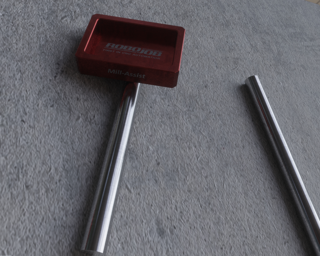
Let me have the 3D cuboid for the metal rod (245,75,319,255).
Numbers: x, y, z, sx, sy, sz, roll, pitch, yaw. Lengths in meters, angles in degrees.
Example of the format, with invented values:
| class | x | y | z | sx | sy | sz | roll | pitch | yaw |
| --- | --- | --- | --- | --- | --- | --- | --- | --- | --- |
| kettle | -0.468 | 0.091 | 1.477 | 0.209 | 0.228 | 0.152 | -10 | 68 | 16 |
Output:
| class | x | y | z | sx | sy | sz | roll | pitch | yaw |
| --- | --- | --- | --- | --- | --- | --- | --- | --- | --- |
| metal rod | 0.192 | 0.047 | 0.477 | 0.025 | 0.025 | 0.299 | 1 | 61 | -28 |

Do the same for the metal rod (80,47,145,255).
| class | x | y | z | sx | sy | sz | roll | pitch | yaw |
| --- | --- | --- | --- | --- | --- | --- | --- | --- | --- |
| metal rod | -0.046 | -0.003 | 0.380 | 0.025 | 0.025 | 0.300 | 20 | 54 | -16 |

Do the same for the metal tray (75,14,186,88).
| class | x | y | z | sx | sy | sz | roll | pitch | yaw |
| --- | --- | --- | --- | --- | --- | --- | --- | --- | --- |
| metal tray | -0.036 | -0.105 | 0.416 | 0.131 | 0.030 | 0.090 | 9 | 56 | 1 |
